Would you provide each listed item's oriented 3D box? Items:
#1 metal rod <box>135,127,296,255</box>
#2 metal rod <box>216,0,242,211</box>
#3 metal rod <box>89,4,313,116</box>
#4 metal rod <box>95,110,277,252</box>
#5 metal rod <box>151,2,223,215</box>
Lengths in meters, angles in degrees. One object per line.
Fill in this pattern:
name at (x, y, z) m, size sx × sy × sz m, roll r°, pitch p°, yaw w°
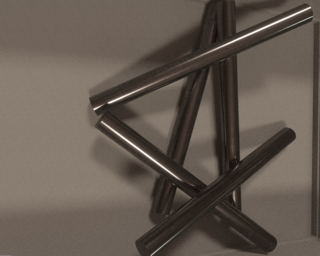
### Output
metal rod at (0.093, 0.068, 0.402) m, size 0.302 × 0.025 × 0.025 m, roll -28°, pitch 100°, yaw -35°
metal rod at (0.097, -0.020, 0.433) m, size 0.025 × 0.025 × 0.298 m, roll -6°, pitch 98°, yaw -20°
metal rod at (0.055, -0.088, 0.393) m, size 0.302 × 0.025 × 0.025 m, roll -24°, pitch 99°, yaw -4°
metal rod at (0.045, 0.078, 0.401) m, size 0.301 × 0.025 × 0.025 m, roll 38°, pitch 78°, yaw -17°
metal rod at (0.042, -0.031, 0.427) m, size 0.025 × 0.025 × 0.299 m, roll 18°, pitch 84°, yaw -20°
